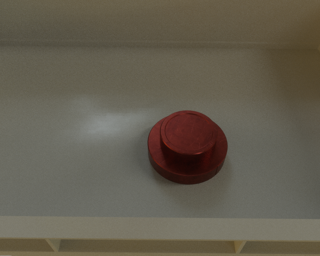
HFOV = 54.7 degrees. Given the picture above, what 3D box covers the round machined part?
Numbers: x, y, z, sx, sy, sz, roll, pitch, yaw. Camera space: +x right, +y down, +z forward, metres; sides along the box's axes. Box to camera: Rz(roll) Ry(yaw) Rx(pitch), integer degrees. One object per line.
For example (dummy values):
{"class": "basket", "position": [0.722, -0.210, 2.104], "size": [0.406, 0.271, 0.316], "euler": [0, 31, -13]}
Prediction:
{"class": "round machined part", "position": [0.034, 0.016, 0.381], "size": [0.099, 0.042, 0.098], "euler": [0, 50, 0]}
